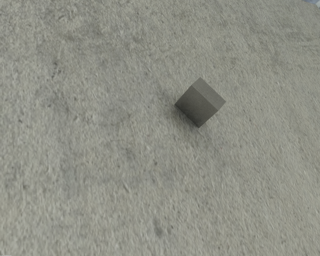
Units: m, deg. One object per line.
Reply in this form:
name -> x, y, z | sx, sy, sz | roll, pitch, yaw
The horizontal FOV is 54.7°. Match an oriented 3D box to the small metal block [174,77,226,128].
small metal block -> 0.057, -0.036, 0.442 | 0.050, 0.050, 0.025 | 44, 51, 2
